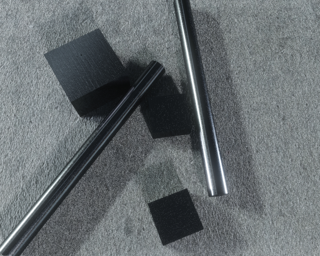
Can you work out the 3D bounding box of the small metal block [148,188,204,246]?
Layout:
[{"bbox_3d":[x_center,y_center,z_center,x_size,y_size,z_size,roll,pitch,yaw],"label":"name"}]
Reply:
[{"bbox_3d":[0.018,0.106,0.370,0.050,0.025,0.050,-20,71,-8],"label":"small metal block"}]

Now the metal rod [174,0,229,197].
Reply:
[{"bbox_3d":[0.053,-0.057,0.429,0.025,0.025,0.299,-7,70,-3],"label":"metal rod"}]

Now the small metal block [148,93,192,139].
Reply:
[{"bbox_3d":[0.012,-0.016,0.414,0.050,0.025,0.050,-7,70,-3],"label":"small metal block"}]

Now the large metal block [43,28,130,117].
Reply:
[{"bbox_3d":[-0.096,-0.075,0.421,0.080,0.050,0.080,-30,73,-11],"label":"large metal block"}]

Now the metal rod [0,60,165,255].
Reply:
[{"bbox_3d":[-0.088,0.028,0.396,0.025,0.025,0.300,33,73,11],"label":"metal rod"}]
